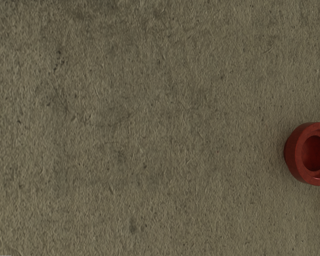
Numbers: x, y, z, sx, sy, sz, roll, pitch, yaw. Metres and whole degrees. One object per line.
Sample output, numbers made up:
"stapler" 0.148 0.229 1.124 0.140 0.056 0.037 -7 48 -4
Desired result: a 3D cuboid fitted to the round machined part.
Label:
"round machined part" 0.237 0.039 0.490 0.099 0.042 0.097 0 90 -21
